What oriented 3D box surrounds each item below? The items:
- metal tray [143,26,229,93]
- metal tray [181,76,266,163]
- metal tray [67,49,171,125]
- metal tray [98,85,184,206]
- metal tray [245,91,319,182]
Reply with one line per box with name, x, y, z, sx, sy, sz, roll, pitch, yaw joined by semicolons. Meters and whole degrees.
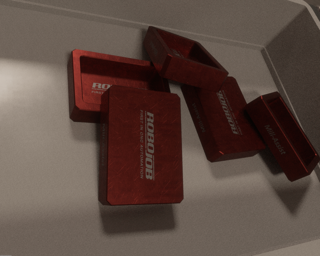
metal tray;0.032;-0.102;0.447;0.091;0.030;0.130;12;30;-22
metal tray;0.094;-0.018;0.466;0.091;0.030;0.130;-4;64;-30
metal tray;-0.050;-0.050;0.406;0.131;0.030;0.090;4;60;-27
metal tray;-0.021;0.021;0.356;0.091;0.030;0.129;5;76;-26
metal tray;0.192;0.008;0.480;0.091;0.030;0.130;-17;75;-52
